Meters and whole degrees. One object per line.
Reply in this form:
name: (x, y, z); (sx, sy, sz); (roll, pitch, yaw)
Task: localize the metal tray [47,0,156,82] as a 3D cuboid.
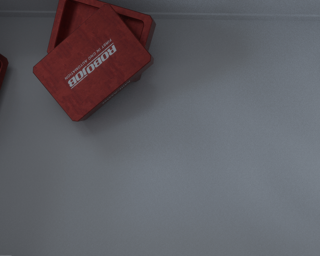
metal tray: (-0.081, -0.125, 0.429); (0.131, 0.030, 0.089); (18, 100, 5)

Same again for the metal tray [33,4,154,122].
metal tray: (-0.085, -0.081, 0.401); (0.130, 0.030, 0.090); (-39, 91, 7)

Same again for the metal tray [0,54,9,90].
metal tray: (-0.252, -0.053, 0.389); (0.030, 0.090, 0.130); (-2, 69, 20)
